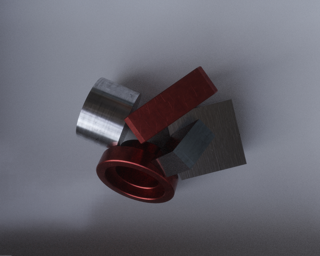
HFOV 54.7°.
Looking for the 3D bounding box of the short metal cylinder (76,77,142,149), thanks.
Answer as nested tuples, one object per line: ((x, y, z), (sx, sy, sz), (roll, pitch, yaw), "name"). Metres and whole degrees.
((-0.062, -0.016, 0.381), (0.050, 0.080, 0.080), (23, 90, -1), "short metal cylinder")

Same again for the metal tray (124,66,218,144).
((0.010, -0.023, 0.357), (0.090, 0.130, 0.030), (-35, 91, 0), "metal tray")

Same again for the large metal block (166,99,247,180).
((0.054, 0.012, 0.391), (0.080, 0.050, 0.080), (-14, 95, -1), "large metal block")

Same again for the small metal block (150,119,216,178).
((0.024, 0.022, 0.329), (0.025, 0.050, 0.050), (46, 58, -7), "small metal block")

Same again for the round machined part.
((-0.024, 0.051, 0.383), (0.098, 0.097, 0.042), (20, 55, -1), "round machined part")
